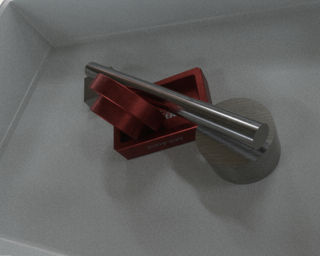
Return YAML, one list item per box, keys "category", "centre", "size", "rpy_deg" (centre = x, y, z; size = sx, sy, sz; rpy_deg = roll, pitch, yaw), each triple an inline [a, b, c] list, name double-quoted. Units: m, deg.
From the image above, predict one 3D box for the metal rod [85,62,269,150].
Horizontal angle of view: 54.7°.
- category: "metal rod"
  centre: [-0.008, -0.041, 0.379]
  size: [0.300, 0.025, 0.025]
  rpy_deg: [27, 76, 43]

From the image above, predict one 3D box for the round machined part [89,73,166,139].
- category: "round machined part"
  centre: [-0.045, -0.021, 0.375]
  size: [0.098, 0.098, 0.042]
  rpy_deg: [31, 87, 37]

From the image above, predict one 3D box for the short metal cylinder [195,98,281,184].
- category: "short metal cylinder"
  centre: [0.085, 0.014, 0.334]
  size: [0.080, 0.050, 0.080]
  rpy_deg: [-13, 56, 20]

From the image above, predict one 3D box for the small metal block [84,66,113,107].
- category: "small metal block"
  centre: [-0.091, -0.062, 0.488]
  size: [0.050, 0.025, 0.050]
  rpy_deg: [-20, 54, 16]

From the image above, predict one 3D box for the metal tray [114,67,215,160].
- category: "metal tray"
  centre: [0.003, -0.019, 0.408]
  size: [0.130, 0.030, 0.090]
  rpy_deg: [-17, 55, 17]
